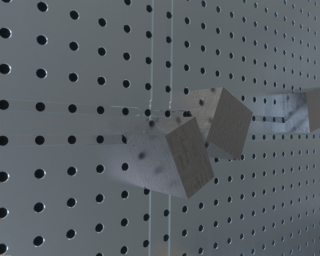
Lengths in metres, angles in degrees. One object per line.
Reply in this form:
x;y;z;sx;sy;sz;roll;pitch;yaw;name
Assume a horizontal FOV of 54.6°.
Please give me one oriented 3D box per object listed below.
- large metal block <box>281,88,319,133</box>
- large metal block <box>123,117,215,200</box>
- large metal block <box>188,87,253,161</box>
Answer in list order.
0.300;-0.038;0.642;0.081;0.050;0.080;-16;100;-39;large metal block
0.010;0.033;0.381;0.050;0.080;0.080;-32;110;-35;large metal block
0.087;-0.005;0.464;0.080;0.050;0.080;31;71;-36;large metal block
